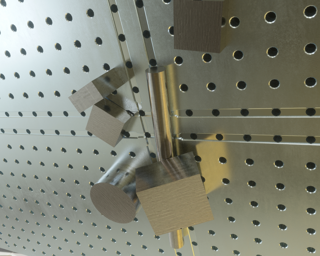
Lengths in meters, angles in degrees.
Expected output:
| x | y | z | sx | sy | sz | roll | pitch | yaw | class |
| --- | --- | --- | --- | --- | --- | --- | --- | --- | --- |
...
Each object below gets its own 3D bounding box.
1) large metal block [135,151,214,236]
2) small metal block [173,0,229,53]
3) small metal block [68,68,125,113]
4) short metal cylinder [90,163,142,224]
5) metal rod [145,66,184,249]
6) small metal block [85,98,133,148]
| x | y | z | sx | sy | sz | roll | pitch | yaw | class |
| --- | --- | --- | --- | --- | --- | --- | --- | --- | --- |
| 0.019 | 0.088 | 0.413 | 0.080 | 0.050 | 0.080 | -18 | 118 | 4 | large metal block |
| 0.042 | -0.108 | 0.321 | 0.050 | 0.025 | 0.050 | 11 | 123 | 21 | small metal block |
| -0.083 | -0.049 | 0.407 | 0.050 | 0.050 | 0.025 | -24 | 105 | 36 | small metal block |
| -0.062 | 0.103 | 0.490 | 0.080 | 0.050 | 0.079 | 13 | 124 | 20 | short metal cylinder |
| 0.011 | 0.060 | 0.440 | 0.025 | 0.025 | 0.298 | 7 | 122 | 24 | metal rod |
| -0.073 | -0.008 | 0.442 | 0.050 | 0.025 | 0.050 | 32 | 129 | 5 | small metal block |
